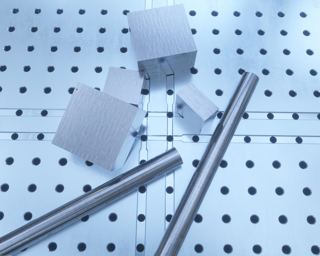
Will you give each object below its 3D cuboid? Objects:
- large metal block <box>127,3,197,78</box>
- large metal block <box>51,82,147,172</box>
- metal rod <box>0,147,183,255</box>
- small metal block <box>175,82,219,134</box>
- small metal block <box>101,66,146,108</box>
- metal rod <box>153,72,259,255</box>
[{"bbox_3d":[0.002,-0.123,0.443,0.081,0.050,0.080,-11,70,-4],"label":"large metal block"},{"bbox_3d":[-0.073,-0.002,0.385,0.080,0.050,0.080,24,92,8],"label":"large metal block"},{"bbox_3d":[-0.109,0.102,0.373,0.302,0.025,0.025,-27,72,-10],"label":"metal rod"},{"bbox_3d":[0.047,-0.025,0.408,0.025,0.050,0.050,-41,75,-13],"label":"small metal block"},{"bbox_3d":[-0.049,-0.054,0.431,0.050,0.025,0.050,10,71,3],"label":"small metal block"},{"bbox_3d":[0.059,0.053,0.392,0.025,0.025,0.300,26,72,9],"label":"metal rod"}]
